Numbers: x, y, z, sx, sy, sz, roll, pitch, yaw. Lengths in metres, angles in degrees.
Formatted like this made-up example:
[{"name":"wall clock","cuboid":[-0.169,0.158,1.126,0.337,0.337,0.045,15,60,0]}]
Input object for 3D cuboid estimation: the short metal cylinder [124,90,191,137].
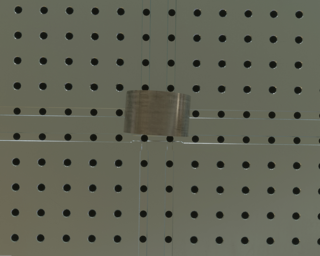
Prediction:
[{"name":"short metal cylinder","cuboid":[-0.003,-0.017,0.386,0.080,0.080,0.050,4,90,0]}]
